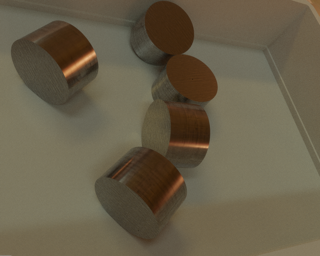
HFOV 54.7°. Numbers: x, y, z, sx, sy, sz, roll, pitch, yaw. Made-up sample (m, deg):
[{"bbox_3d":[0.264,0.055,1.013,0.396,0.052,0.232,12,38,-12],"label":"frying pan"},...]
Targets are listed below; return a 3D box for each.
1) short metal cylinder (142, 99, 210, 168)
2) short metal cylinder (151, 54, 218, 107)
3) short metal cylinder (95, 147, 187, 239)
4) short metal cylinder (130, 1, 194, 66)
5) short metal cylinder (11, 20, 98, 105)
[{"bbox_3d":[0.017,0.008,0.374,0.050,0.080,0.080,6,59,-26],"label":"short metal cylinder"},{"bbox_3d":[0.035,-0.058,0.443,0.081,0.050,0.080,14,56,-21],"label":"short metal cylinder"},{"bbox_3d":[-0.020,0.066,0.319,0.080,0.080,0.050,44,51,2],"label":"short metal cylinder"},{"bbox_3d":[0.003,-0.139,0.460,0.081,0.050,0.080,5,80,-28],"label":"short metal cylinder"},{"bbox_3d":[-0.118,-0.074,0.352,0.080,0.080,0.050,40,51,-1],"label":"short metal cylinder"}]
